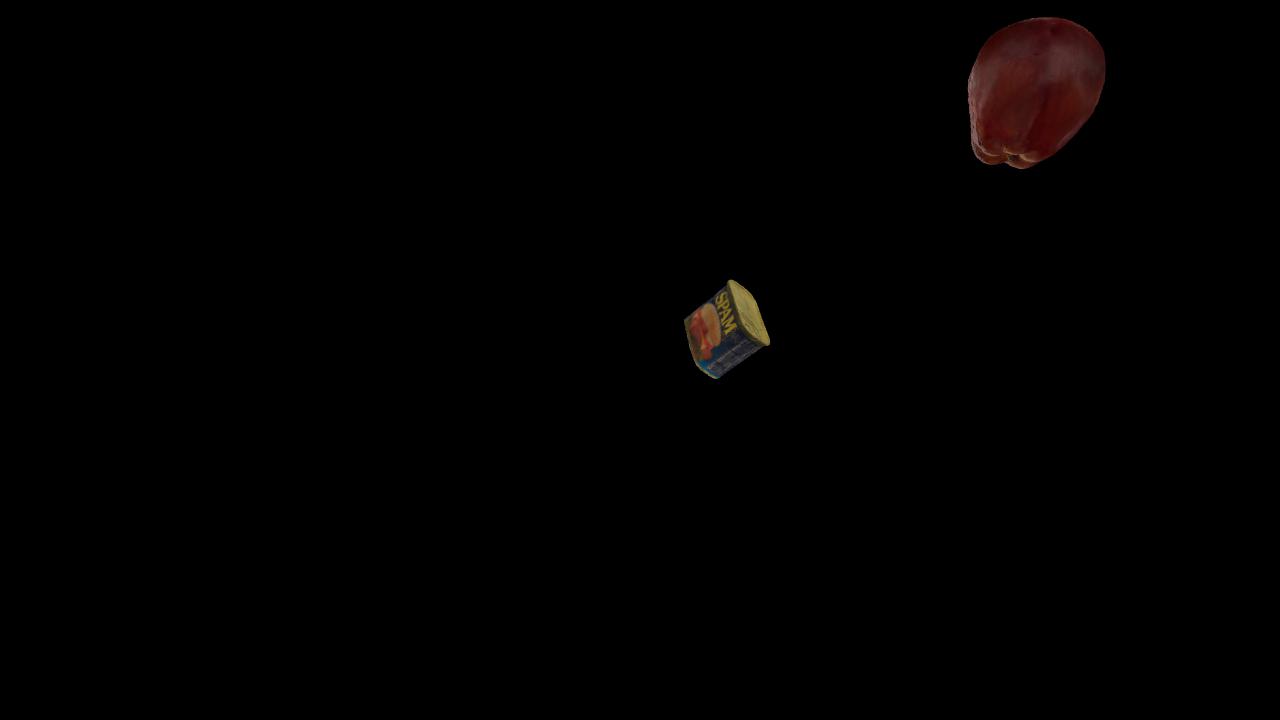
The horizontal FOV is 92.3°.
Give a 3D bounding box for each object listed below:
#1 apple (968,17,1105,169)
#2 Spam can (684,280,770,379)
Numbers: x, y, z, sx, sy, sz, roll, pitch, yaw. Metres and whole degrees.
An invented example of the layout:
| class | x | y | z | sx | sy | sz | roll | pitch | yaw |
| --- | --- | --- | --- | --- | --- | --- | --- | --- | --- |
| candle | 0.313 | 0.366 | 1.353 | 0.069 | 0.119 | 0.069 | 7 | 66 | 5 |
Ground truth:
| class | x | y | z | sx | sy | sz | roll | pitch | yaw |
| --- | --- | --- | --- | --- | --- | --- | --- | --- | --- |
| apple | 0.263 | -0.180 | 0.415 | 0.079 | 0.093 | 0.079 | 14 | 0 | 0 |
| Spam can | 0.109 | -0.038 | 0.790 | 0.058 | 0.101 | 0.085 | 29 | -54 | -34 |
